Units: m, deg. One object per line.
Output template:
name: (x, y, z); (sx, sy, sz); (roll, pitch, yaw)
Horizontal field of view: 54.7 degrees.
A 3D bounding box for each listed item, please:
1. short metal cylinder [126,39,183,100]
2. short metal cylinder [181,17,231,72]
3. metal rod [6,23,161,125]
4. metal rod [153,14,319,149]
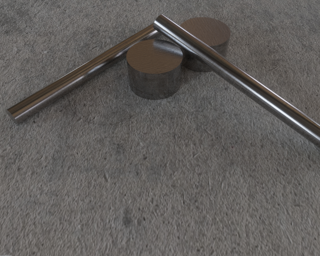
short metal cylinder: (-0.008, -0.088, 0.460); (0.081, 0.050, 0.080); (0, 50, 0)
short metal cylinder: (0.070, -0.135, 0.501); (0.081, 0.050, 0.080); (0, 50, 0)
metal rod: (-0.096, -0.099, 0.485); (0.025, 0.025, 0.302); (35, 58, 25)
metal rod: (0.109, -0.067, 0.424); (0.300, 0.025, 0.025); (40, 60, 16)
